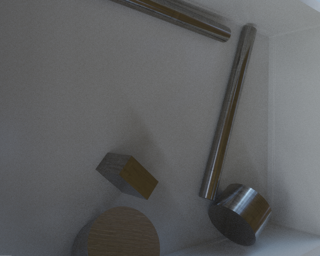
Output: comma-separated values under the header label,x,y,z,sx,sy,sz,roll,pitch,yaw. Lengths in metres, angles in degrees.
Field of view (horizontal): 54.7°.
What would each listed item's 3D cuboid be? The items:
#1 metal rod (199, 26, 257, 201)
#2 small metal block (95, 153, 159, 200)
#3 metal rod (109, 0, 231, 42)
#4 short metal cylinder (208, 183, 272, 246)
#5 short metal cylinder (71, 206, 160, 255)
label,x,y,z,sx,sy,sz,roll,pitch,yaw
metal rod,0.114,-0.032,0.504,0.025,0.025,0.299,28,73,-37
small metal block,-0.039,0.055,0.360,0.050,0.050,0.025,49,61,-30
metal rod,-0.012,-0.158,0.398,0.302,0.025,0.025,4,87,-40
short metal cylinder,0.122,0.133,0.477,0.050,0.080,0.080,-40,115,-33
short metal cylinder,-0.047,0.131,0.331,0.081,0.050,0.080,18,52,-25
